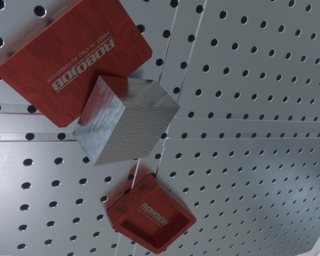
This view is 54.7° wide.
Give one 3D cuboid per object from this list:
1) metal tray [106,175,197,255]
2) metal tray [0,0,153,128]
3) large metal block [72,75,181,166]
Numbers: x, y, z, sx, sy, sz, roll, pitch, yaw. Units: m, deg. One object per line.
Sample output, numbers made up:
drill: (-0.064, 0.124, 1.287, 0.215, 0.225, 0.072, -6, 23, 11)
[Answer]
metal tray: (-0.009, 0.141, 0.490, 0.090, 0.030, 0.130, -41, 130, 0)
metal tray: (-0.083, -0.072, 0.318, 0.130, 0.030, 0.090, -40, 130, -1)
large metal block: (-0.038, -0.009, 0.345, 0.081, 0.050, 0.080, -4, 135, -48)
